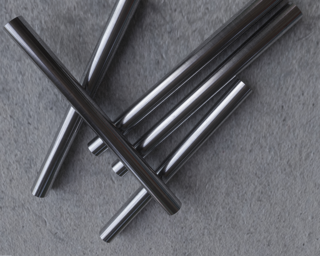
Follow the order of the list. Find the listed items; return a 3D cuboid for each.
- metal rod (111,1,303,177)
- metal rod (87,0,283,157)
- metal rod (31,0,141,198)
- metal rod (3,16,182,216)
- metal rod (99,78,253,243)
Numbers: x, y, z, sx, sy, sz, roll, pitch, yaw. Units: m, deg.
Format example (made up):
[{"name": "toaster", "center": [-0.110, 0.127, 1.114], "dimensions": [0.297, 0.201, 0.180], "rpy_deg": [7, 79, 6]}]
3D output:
[{"name": "metal rod", "center": [0.050, -0.040, 0.395], "dimensions": [0.299, 0.025, 0.025], "rpy_deg": [-42, 105, 13]}, {"name": "metal rod", "center": [0.024, -0.064, 0.386], "dimensions": [0.300, 0.025, 0.025], "rpy_deg": [-40, 106, 13]}, {"name": "metal rod", "center": [-0.101, -0.033, 0.396], "dimensions": [0.025, 0.025, 0.298], "rpy_deg": [27, 108, -10]}, {"name": "metal rod", "center": [-0.070, -0.002, 0.380], "dimensions": [0.025, 0.025, 0.300], "rpy_deg": [-35, 107, 12]}, {"name": "metal rod", "center": [0.013, 0.054, 0.429], "dimensions": [0.025, 0.025, 0.299], "rpy_deg": [37, 105, -13]}]
